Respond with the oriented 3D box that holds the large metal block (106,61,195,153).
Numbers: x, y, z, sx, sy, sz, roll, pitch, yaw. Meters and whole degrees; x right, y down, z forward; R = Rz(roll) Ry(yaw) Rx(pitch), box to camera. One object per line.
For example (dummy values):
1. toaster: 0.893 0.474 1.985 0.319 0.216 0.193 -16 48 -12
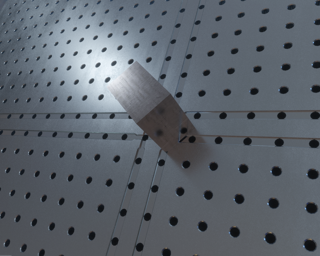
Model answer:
1. large metal block: -0.011 -0.026 0.395 0.050 0.080 0.080 -42 51 0
